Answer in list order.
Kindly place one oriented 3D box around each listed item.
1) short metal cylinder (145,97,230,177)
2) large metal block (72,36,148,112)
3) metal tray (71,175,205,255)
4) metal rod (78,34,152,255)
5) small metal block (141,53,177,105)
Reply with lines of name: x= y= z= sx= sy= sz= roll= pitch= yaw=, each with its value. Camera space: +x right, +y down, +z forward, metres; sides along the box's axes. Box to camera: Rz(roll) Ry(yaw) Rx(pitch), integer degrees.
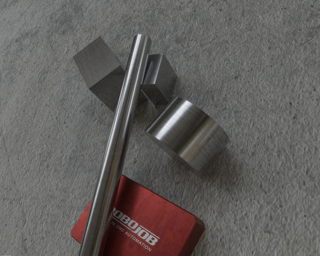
short metal cylinder: x=0.029 y=0.010 z=0.346 sx=0.080 sy=0.080 sz=0.050 roll=34 pitch=81 yaw=38
large metal block: x=-0.071 y=-0.072 z=0.448 sx=0.050 sy=0.080 sz=0.080 roll=-37 pitch=51 yaw=4
metal tray: x=-0.028 y=0.113 z=0.345 sx=0.130 sy=0.030 sz=0.090 roll=22 pitch=73 yaw=35
metal rod: x=-0.050 y=0.020 z=0.362 sx=0.025 sy=0.025 sz=0.299 roll=0 pitch=67 yaw=28
small metal block: x=-0.002 y=-0.066 z=0.428 sx=0.025 sy=0.050 sz=0.050 roll=0 pitch=62 yaw=28
